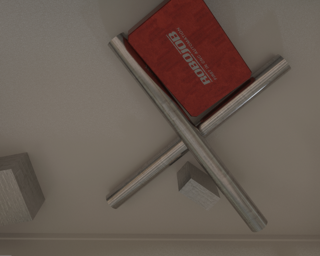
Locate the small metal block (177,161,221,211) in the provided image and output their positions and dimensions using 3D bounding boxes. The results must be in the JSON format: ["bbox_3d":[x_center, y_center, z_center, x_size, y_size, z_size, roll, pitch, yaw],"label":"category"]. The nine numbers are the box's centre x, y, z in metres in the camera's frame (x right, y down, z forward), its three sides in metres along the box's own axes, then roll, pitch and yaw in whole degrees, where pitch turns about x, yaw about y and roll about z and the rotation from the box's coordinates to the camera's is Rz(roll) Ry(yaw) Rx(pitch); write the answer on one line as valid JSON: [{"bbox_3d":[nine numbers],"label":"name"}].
[{"bbox_3d":[0.052,0.079,0.428,0.050,0.050,0.025,36,106,-13],"label":"small metal block"}]

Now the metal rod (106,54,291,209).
[{"bbox_3d":[0.042,0.013,0.416,0.300,0.025,0.025,-40,106,13],"label":"metal rod"}]

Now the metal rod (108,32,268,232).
[{"bbox_3d":[0.039,0.010,0.389,0.025,0.025,0.300,-37,97,12],"label":"metal rod"}]

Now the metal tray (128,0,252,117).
[{"bbox_3d":[0.036,-0.087,0.367,0.090,0.030,0.130,-37,115,12],"label":"metal tray"}]

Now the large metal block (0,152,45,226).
[{"bbox_3d":[-0.218,0.086,0.427,0.080,0.050,0.079,-11,110,3],"label":"large metal block"}]
